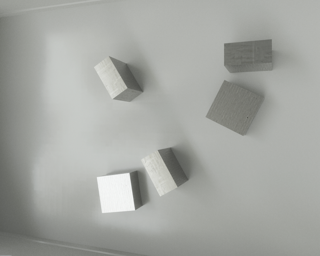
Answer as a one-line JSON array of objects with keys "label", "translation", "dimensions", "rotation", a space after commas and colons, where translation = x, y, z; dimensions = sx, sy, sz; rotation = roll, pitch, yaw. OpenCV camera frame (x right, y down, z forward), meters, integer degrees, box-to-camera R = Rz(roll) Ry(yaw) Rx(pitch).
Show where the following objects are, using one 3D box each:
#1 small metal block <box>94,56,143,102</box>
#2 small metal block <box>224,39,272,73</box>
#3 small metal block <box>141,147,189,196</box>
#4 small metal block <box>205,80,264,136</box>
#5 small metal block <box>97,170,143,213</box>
[{"label": "small metal block", "translation": [-0.054, -0.064, 0.416], "dimensions": [0.025, 0.050, 0.050], "rotation": [-34, 79, 17]}, {"label": "small metal block", "translation": [0.104, -0.082, 0.360], "dimensions": [0.050, 0.050, 0.025], "rotation": [0, 90, 20]}, {"label": "small metal block", "translation": [0.007, 0.054, 0.395], "dimensions": [0.025, 0.050, 0.050], "rotation": [-32, 80, 17]}, {"label": "small metal block", "translation": [0.092, -0.024, 0.378], "dimensions": [0.050, 0.025, 0.050], "rotation": [29, 99, 17]}, {"label": "small metal block", "translation": [-0.056, 0.088, 0.430], "dimensions": [0.050, 0.025, 0.050], "rotation": [-10, 87, 19]}]
